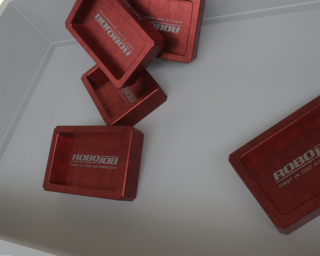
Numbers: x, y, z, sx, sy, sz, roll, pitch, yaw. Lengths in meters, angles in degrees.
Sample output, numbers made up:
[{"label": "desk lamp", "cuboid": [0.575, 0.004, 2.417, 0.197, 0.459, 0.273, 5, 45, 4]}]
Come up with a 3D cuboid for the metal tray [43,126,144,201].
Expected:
[{"label": "metal tray", "cuboid": [-0.089, 0.044, 0.407, 0.130, 0.030, 0.090, 0, 76, 27]}]

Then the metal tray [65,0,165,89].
[{"label": "metal tray", "cuboid": [-0.065, -0.131, 0.426, 0.130, 0.030, 0.090, 50, 125, 8]}]

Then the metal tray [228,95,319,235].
[{"label": "metal tray", "cuboid": [0.147, 0.031, 0.305, 0.130, 0.030, 0.090, -34, 52, 5]}]

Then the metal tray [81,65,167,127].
[{"label": "metal tray", "cuboid": [-0.058, -0.062, 0.469, 0.090, 0.030, 0.130, -38, 51, 2]}]

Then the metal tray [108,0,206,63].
[{"label": "metal tray", "cuboid": [-0.008, -0.148, 0.439, 0.130, 0.089, 0.030, 13, 23, 15]}]
